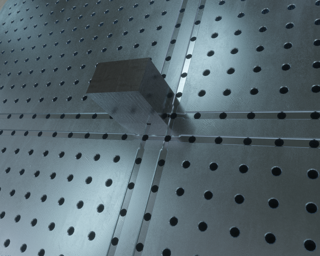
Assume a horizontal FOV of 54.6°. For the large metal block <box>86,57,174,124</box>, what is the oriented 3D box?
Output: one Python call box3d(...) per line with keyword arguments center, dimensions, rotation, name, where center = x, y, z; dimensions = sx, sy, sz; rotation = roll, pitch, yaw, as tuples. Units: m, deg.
box3d(center=(-0.038, -0.047, 0.423), dimensions=(0.080, 0.080, 0.050), rotation=(1, 62, 29), name="large metal block")
